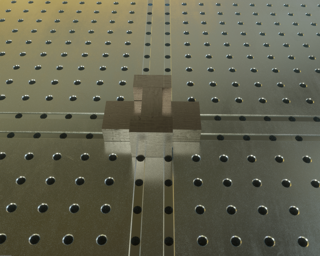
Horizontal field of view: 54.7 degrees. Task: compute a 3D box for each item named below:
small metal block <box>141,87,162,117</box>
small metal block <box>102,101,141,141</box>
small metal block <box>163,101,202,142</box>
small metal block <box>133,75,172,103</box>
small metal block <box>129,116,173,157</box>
[{"bbox_3d":[-0.010,-0.018,0.405,0.025,0.050,0.050,1,50,0],"label":"small metal block"},{"bbox_3d":[-0.048,-0.010,0.415,0.050,0.025,0.050,0,50,0],"label":"small metal block"},{"bbox_3d":[0.028,-0.009,0.415,0.050,0.025,0.050,1,50,0],"label":"small metal block"},{"bbox_3d":[-0.010,-0.046,0.430,0.050,0.050,0.025,1,50,0],"label":"small metal block"},{"bbox_3d":[-0.010,0.011,0.381,0.050,0.050,0.025,1,50,0],"label":"small metal block"}]
